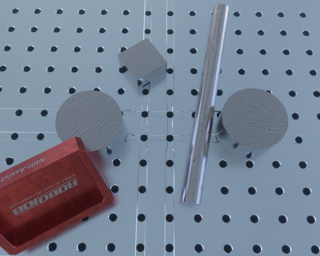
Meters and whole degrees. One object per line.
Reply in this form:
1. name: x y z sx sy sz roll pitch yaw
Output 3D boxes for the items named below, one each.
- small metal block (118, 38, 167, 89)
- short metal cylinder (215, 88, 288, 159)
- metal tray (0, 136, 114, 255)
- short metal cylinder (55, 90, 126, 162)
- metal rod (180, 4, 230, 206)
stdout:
1. small metal block: -0.025 -0.093 0.445 0.050 0.025 0.050 -33 74 -12
2. short metal cylinder: 0.116 -0.004 0.401 0.081 0.050 0.080 0 70 0
3. metal tray: -0.129 0.077 0.348 0.131 0.090 0.030 -27 36 -10
4. short metal cylinder: -0.086 -0.001 0.398 0.081 0.050 0.080 0 70 0
5. metal rod: 0.066 -0.045 0.428 0.025 0.025 0.299 11 70 4
